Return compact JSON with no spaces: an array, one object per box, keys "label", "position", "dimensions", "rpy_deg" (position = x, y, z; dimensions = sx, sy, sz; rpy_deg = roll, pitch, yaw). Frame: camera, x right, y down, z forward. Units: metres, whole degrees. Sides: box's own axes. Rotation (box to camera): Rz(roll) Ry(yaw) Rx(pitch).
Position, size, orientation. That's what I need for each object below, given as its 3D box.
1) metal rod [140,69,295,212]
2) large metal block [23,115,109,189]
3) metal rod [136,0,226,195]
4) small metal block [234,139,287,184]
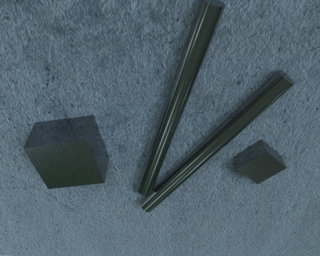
[{"label":"metal rod","position":[0.062,0.035,0.438],"dimensions":[0.025,0.025,0.298],"rpy_deg":[27,125,-22]},{"label":"large metal block","position":[-0.121,0.034,0.418],"dimensions":[0.080,0.050,0.080],"rpy_deg":[-7,130,5]},{"label":"metal rod","position":[0.014,-0.014,0.395],"dimensions":[0.025,0.025,0.298],"rpy_deg":[11,129,-10]},{"label":"small metal block","position":[0.146,0.050,0.452],"dimensions":[0.050,0.025,0.050],"rpy_deg":[35,121,-27]}]
